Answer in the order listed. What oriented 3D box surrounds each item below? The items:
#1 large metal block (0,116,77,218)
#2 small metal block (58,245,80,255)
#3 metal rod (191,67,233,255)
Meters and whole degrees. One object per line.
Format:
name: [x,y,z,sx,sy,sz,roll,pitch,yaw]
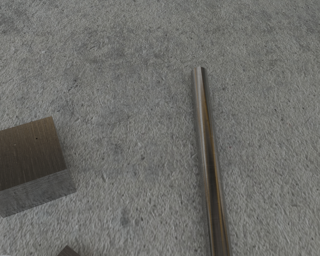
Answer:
large metal block: [-0.149,0.042,0.350,0.081,0.050,0.080,-18,53,-15]
small metal block: [-0.082,0.145,0.280,0.050,0.025,0.050,29,55,21]
metal rod: [0.059,0.031,0.378,0.025,0.025,0.300,1,50,0]
